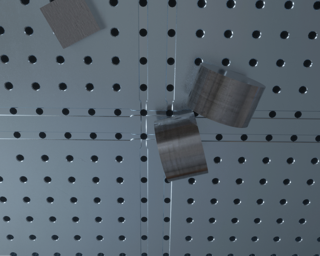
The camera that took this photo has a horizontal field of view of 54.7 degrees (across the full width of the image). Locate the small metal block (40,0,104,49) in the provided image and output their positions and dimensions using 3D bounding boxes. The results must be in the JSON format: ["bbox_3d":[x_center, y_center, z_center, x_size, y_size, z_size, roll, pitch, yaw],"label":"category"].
[{"bbox_3d":[-0.102,-0.129,0.365,0.050,0.025,0.050,-25,109,8],"label":"small metal block"}]

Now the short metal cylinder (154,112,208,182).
[{"bbox_3d":[0.027,0.024,0.393,0.050,0.080,0.080,-14,110,5],"label":"short metal cylinder"}]

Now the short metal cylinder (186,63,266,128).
[{"bbox_3d":[0.077,-0.040,0.370,0.080,0.080,0.050,17,109,-6],"label":"short metal cylinder"}]
